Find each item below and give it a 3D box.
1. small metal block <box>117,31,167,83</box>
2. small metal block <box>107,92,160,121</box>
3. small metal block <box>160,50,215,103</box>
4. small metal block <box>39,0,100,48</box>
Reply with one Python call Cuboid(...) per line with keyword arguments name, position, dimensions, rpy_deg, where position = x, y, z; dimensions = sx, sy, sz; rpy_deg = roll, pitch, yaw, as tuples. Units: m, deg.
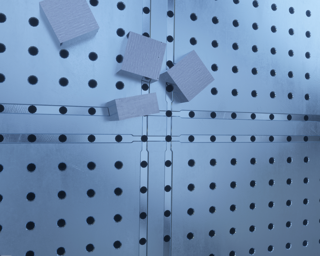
Cuboid(name="small metal block", position=(-0.024, -0.091, 0.403), dimensions=(0.050, 0.025, 0.050), rpy_deg=(14, 85, -20))
Cuboid(name="small metal block", position=(-0.034, -0.026, 0.386), dimensions=(0.050, 0.050, 0.025), rpy_deg=(-12, 94, -20))
Cuboid(name="small metal block", position=(0.038, -0.070, 0.426), dimensions=(0.050, 0.025, 0.050), rpy_deg=(-41, 103, -15))
Cuboid(name="small metal block", position=(-0.109, -0.131, 0.372), dimensions=(0.050, 0.025, 0.050), rpy_deg=(-29, 100, -18))
